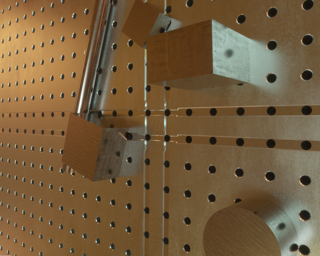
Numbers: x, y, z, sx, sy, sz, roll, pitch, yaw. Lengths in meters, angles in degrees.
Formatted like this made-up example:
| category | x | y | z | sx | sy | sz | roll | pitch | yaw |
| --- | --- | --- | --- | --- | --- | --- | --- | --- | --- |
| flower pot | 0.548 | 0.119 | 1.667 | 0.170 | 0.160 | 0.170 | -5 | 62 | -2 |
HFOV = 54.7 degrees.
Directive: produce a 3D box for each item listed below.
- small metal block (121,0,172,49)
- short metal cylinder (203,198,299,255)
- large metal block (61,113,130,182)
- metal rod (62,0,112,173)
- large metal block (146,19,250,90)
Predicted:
| category | x | y | z | sx | sy | sz | roll | pitch | yaw |
| --- | --- | --- | --- | --- | --- | --- | --- | --- | --- |
| small metal block | -0.019 | -0.141 | 0.423 | 0.050 | 0.025 | 0.050 | 44 | 116 | 30 |
| short metal cylinder | 0.092 | 0.116 | 0.316 | 0.080 | 0.050 | 0.079 | 0 | 90 | 39 |
| large metal block | -0.100 | 0.026 | 0.473 | 0.080 | 0.050 | 0.079 | 21 | 103 | 37 |
| metal rod | -0.120 | -0.069 | 0.505 | 0.025 | 0.025 | 0.298 | 23 | 104 | 37 |
| large metal block | 0.042 | -0.073 | 0.337 | 0.080 | 0.081 | 0.050 | -2 | 89 | 39 |
